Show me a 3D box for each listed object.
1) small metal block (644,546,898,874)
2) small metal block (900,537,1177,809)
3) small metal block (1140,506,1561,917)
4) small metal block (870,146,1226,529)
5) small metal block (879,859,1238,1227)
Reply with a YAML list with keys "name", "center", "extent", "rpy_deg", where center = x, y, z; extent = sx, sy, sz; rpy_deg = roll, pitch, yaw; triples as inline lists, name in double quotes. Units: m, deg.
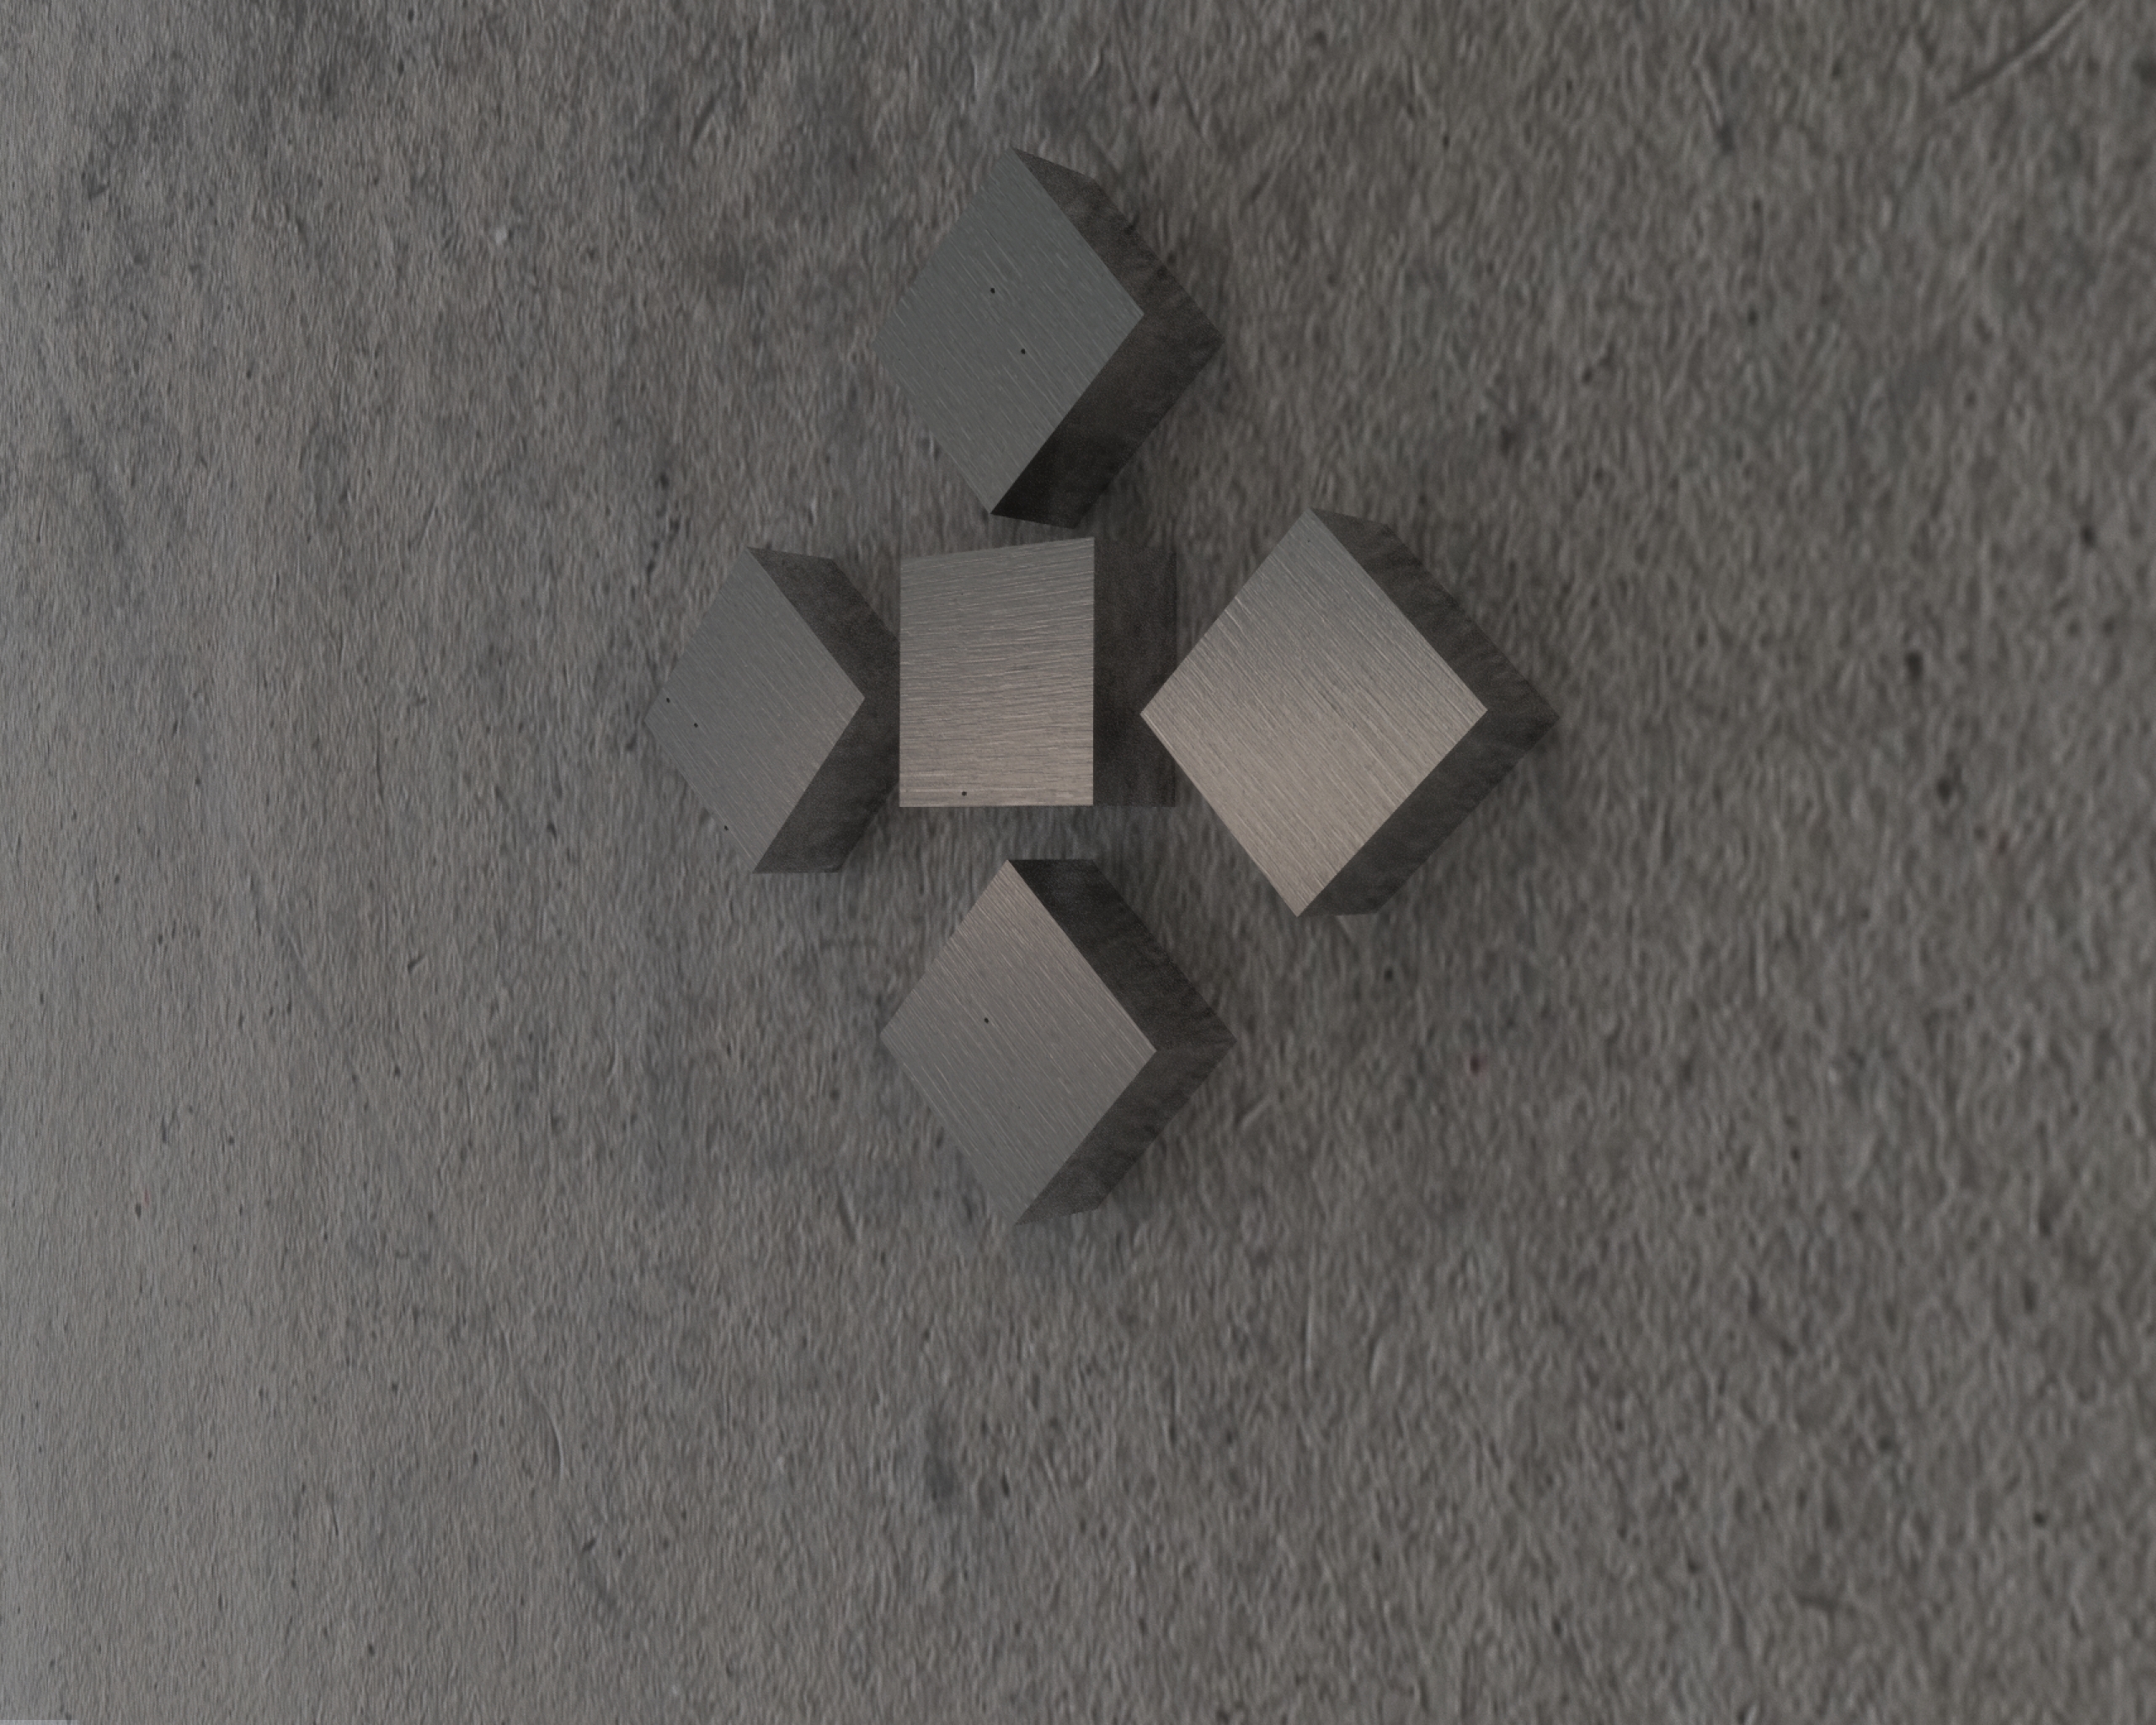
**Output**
- name: "small metal block"
  center: [-0.062, -0.033, 0.457]
  extent: [0.050, 0.025, 0.050]
  rpy_deg: [51, 120, 27]
- name: "small metal block"
  center: [-0.008, -0.036, 0.412]
  extent: [0.050, 0.025, 0.050]
  rpy_deg: [1, 90, 40]
- name: "small metal block"
  center: [0.047, -0.026, 0.367]
  extent: [0.050, 0.025, 0.050]
  rpy_deg: [-51, 61, 28]
- name: "small metal block"
  center: [-0.007, -0.102, 0.411]
  extent: [0.050, 0.025, 0.050]
  rpy_deg: [-48, 62, 29]
- name: "small metal block"
  center: [-0.005, 0.034, 0.409]
  extent: [0.050, 0.025, 0.050]
  rpy_deg: [51, 120, 27]
